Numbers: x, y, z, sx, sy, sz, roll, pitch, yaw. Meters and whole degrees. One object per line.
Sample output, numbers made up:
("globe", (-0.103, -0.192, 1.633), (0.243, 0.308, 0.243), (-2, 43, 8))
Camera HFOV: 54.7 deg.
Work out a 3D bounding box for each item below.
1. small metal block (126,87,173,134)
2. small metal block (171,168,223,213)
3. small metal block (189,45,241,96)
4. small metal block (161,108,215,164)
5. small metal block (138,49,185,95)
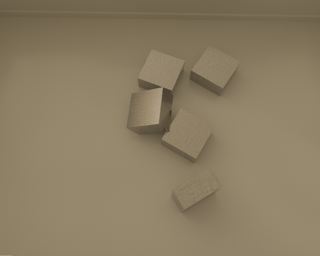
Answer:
("small metal block", (-0.013, -0.022, 0.405), (0.050, 0.025, 0.050), (-7, 66, 32))
("small metal block", (0.042, 0.076, 0.369), (0.050, 0.050, 0.025), (-28, 73, -10))
("small metal block", (0.078, -0.082, 0.440), (0.050, 0.025, 0.050), (32, 73, 10))
("small metal block", (0.036, 0.010, 0.406), (0.050, 0.025, 0.050), (30, 72, 10))
("small metal block", (0.002, -0.077, 0.438), (0.050, 0.025, 0.050), (21, 71, 7))
